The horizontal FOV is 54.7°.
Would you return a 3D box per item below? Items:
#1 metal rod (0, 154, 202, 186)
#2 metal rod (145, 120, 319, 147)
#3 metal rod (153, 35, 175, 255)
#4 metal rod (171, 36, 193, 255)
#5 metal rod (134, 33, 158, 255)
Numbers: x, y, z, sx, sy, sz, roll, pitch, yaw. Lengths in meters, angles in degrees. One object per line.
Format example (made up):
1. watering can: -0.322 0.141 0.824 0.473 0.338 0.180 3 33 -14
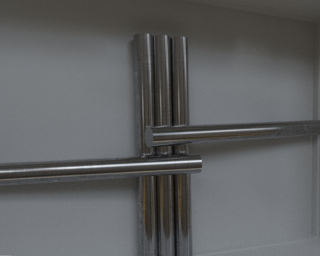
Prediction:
1. metal rod: -0.097 0.049 0.357 0.302 0.025 0.025 -1 91 -15
2. metal rod: 0.122 0.005 0.437 0.303 0.025 0.025 -2 91 -27
3. metal rod: 0.004 0.029 0.412 0.025 0.025 0.298 -2 91 -20
4. metal rod: 0.029 0.028 0.421 0.025 0.025 0.298 -2 91 -20
5. metal rod: -0.019 0.030 0.403 0.025 0.025 0.298 -2 91 -20
